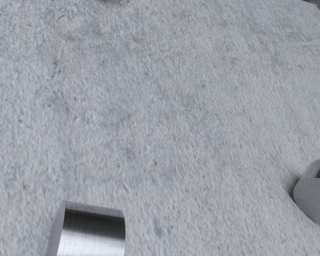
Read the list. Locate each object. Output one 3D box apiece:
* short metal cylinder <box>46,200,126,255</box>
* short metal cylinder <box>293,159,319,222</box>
[{"bbox_3d":[-0.068,0.107,0.268,0.050,0.080,0.080,16,55,-20],"label":"short metal cylinder"},{"bbox_3d":[0.243,0.091,0.447,0.080,0.080,0.050,49,51,6],"label":"short metal cylinder"}]
